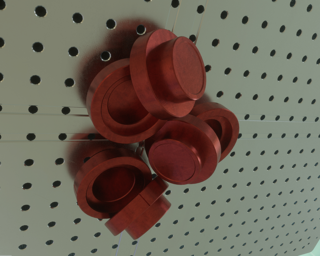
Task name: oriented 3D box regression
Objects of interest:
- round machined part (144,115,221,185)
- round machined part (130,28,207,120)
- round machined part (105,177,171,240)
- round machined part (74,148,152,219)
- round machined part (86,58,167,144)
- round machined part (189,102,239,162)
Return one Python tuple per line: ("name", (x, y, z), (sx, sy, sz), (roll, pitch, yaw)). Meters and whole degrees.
("round machined part", (0.024, 0.033, 0.394), (0.042, 0.098, 0.097), (-51, 148, -52))
("round machined part", (0.016, -0.060, 0.335), (0.098, 0.042, 0.098), (18, 67, -51))
("round machined part", (-0.023, 0.111, 0.418), (0.098, 0.098, 0.042), (-42, 85, -4))
("round machined part", (-0.063, 0.067, 0.406), (0.099, 0.042, 0.097), (-14, 124, -21))
("round machined part", (-0.036, -0.034, 0.358), (0.099, 0.042, 0.097), (-14, 124, -21))
("round machined part", (0.058, 0.007, 0.435), (0.099, 0.042, 0.097), (-14, 124, -21))
